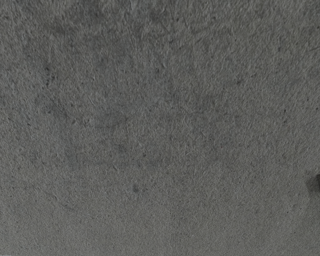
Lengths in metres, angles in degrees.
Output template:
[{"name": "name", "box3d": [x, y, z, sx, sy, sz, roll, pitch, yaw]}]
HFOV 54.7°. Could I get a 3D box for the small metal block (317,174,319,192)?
[{"name": "small metal block", "box3d": [0.282, 0.092, 0.490, 0.050, 0.025, 0.050, -19, 128, 15]}]
